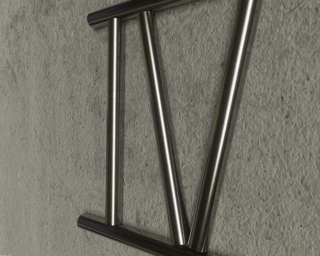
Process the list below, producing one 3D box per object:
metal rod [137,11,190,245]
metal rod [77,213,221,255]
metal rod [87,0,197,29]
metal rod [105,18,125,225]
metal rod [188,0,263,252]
[{"bbox_3d":[0.004,-0.006,0.400,0.025,0.025,0.298,-15,81,39],"label":"metal rod"},{"bbox_3d":[-0.009,0.155,0.410,0.300,0.025,0.025,2,91,39],"label":"metal rod"},{"bbox_3d":[0.011,-0.167,0.396,0.300,0.025,0.025,2,91,39],"label":"metal rod"},{"bbox_3d":[-0.066,-0.009,0.458,0.025,0.025,0.298,1,91,39],"label":"metal rod"},{"bbox_3d":[0.072,-0.005,0.345,0.025,0.025,0.298,17,101,38],"label":"metal rod"}]
